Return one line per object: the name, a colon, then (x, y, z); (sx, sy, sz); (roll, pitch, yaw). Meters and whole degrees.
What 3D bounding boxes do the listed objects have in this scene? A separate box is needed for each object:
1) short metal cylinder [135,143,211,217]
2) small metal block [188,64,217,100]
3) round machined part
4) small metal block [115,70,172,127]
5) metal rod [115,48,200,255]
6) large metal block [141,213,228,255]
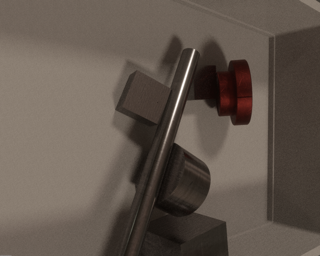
short metal cylinder: (0.015, 0.064, 0.386); (0.050, 0.080, 0.080); (35, 68, -35)
small metal block: (0.058, -0.067, 0.458); (0.050, 0.025, 0.050); (-7, 95, -40)
round machined part: (0.108, -0.052, 0.466); (0.098, 0.042, 0.097); (-5, 92, -84)
small metal block: (-0.020, -0.036, 0.384); (0.050, 0.025, 0.050); (27, 73, -22)
metal rod: (-0.001, 0.031, 0.366); (0.025, 0.025, 0.300); (35, 62, -35)
large metal block: (0.029, 0.148, 0.398); (0.081, 0.080, 0.050); (-9, 96, -40)
